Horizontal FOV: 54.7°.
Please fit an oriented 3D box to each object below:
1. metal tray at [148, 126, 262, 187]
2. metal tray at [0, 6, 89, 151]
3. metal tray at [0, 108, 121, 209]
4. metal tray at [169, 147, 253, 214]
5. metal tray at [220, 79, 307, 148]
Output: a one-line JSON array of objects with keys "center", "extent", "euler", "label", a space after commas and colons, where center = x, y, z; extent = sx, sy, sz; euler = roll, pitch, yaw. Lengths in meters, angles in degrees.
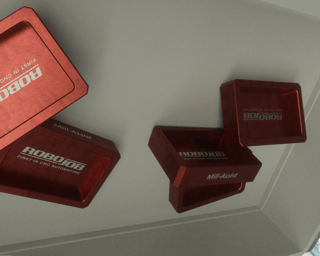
[{"center": [0.060, 0.035, 0.419], "extent": [0.131, 0.090, 0.030], "euler": [2, 122, -30], "label": "metal tray"}, {"center": [-0.143, -0.036, 0.281], "extent": [0.130, 0.030, 0.090], "euler": [-35, 104, -5], "label": "metal tray"}, {"center": [-0.124, 0.040, 0.362], "extent": [0.131, 0.030, 0.090], "euler": [25, 105, -37], "label": "metal tray"}, {"center": [0.080, 0.078, 0.496], "extent": [0.131, 0.030, 0.089], "euler": [-12, 124, -22], "label": "metal tray"}, {"center": [0.151, -0.020, 0.445], "extent": [0.131, 0.030, 0.089], "euler": [-1, 84, -28], "label": "metal tray"}]
